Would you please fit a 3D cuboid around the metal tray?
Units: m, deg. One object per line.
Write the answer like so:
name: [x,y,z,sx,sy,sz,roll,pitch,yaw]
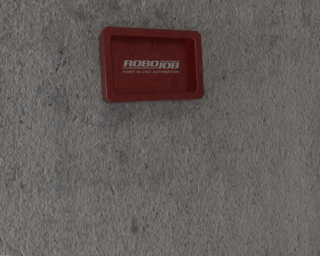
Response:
metal tray: [-0.009,-0.080,0.402,0.131,0.030,0.089,-4,91,-20]
